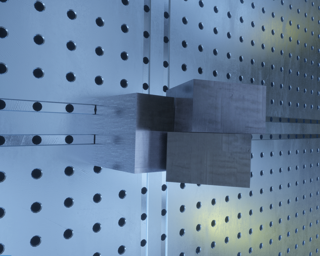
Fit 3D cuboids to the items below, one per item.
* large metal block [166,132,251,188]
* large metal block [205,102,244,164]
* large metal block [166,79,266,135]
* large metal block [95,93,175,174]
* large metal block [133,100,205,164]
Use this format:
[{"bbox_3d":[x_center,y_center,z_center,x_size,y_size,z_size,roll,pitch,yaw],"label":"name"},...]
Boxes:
[{"bbox_3d":[0.057,0.031,0.336,0.080,0.080,0.050,8,84,-73],"label":"large metal block"},{"bbox_3d":[0.071,0.008,0.435,0.050,0.080,0.080,5,87,-40],"label":"large metal block"},{"bbox_3d":[0.057,-0.019,0.340,0.081,0.080,0.050,2,88,-18],"label":"large metal block"},{"bbox_3d":[-0.031,0.005,0.350,0.050,0.080,0.079,2,89,-40],"label":"large metal block"},{"bbox_3d":[0.012,0.005,0.403,0.081,0.050,0.080,3,88,-40],"label":"large metal block"}]
